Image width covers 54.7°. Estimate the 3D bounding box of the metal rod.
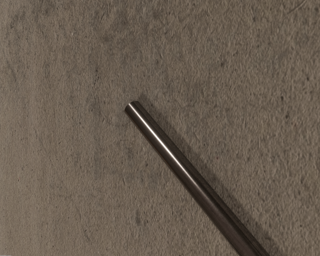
[{"bbox_3d":[0.047,0.072,0.364,0.300,0.025,0.025,50,119,28],"label":"metal rod"}]
